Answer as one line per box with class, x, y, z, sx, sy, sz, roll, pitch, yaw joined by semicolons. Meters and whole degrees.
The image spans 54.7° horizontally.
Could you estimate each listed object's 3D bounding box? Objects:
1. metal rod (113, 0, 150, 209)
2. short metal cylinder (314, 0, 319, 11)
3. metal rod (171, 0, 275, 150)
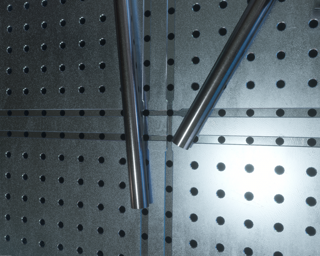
metal rod;-0.040;-0.041;0.426;0.025;0.025;0.298;-6;88;20
short metal cylinder;0.193;-0.160;0.315;0.050;0.080;0.079;12;94;19
metal rod;0.097;-0.107;0.378;0.025;0.025;0.299;32;100;17
